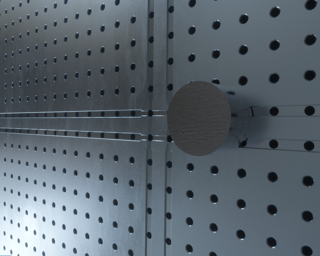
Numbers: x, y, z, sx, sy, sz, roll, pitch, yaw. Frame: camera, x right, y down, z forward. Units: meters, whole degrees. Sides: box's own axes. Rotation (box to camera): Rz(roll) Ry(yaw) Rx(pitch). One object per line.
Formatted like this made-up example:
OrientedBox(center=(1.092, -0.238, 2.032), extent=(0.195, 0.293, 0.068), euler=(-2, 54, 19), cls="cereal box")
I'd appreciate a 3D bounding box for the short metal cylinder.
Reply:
OrientedBox(center=(0.055, -0.010, 0.348), extent=(0.080, 0.050, 0.080), euler=(0, 90, 40), cls="short metal cylinder")
